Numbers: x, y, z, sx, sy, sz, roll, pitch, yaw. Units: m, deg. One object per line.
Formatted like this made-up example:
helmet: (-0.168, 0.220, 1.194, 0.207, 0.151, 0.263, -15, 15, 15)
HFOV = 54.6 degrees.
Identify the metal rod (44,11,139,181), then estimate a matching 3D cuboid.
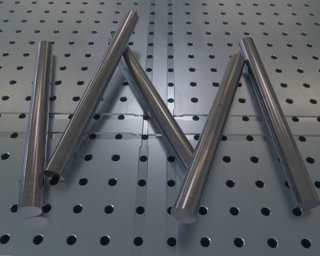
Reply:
metal rod: (-0.085, -0.066, 0.441, 0.025, 0.025, 0.300, 11, 57, 9)

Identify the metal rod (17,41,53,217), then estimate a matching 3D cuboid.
metal rod: (-0.166, -0.023, 0.426, 0.025, 0.025, 0.300, -8, 50, -7)

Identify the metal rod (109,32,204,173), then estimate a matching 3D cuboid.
metal rod: (-0.016, -0.050, 0.449, 0.025, 0.025, 0.300, -19, 53, -15)

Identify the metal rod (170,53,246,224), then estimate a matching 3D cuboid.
metal rod: (0.074, -0.013, 0.397, 0.025, 0.025, 0.301, 16, 45, 13)

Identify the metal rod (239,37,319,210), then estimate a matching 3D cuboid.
metal rod: (0.154, -0.031, 0.434, 0.025, 0.025, 0.300, -2, 50, -2)
